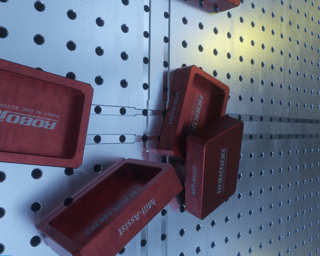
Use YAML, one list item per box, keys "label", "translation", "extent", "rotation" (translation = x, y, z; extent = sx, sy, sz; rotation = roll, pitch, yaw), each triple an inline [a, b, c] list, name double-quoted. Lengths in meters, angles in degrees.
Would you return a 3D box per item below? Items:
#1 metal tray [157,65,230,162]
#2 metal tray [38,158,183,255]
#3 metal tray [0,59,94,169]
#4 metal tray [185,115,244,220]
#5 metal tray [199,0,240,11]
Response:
- label: "metal tray"
  translation: [0.052, -0.014, 0.452]
  extent: [0.090, 0.030, 0.129]
  rotation: [22, 76, -38]
- label: "metal tray"
  translation: [-0.050, 0.083, 0.326]
  extent: [0.131, 0.090, 0.030]
  rotation: [-37, 113, -34]
- label: "metal tray"
  translation: [-0.134, -0.012, 0.294]
  extent: [0.131, 0.030, 0.090]
  rotation: [13, 82, -40]
- label: "metal tray"
  translation: [0.077, 0.056, 0.445]
  extent: [0.091, 0.030, 0.129]
  rotation: [-25, 126, -39]
- label: "metal tray"
  translation: [0.071, -0.241, 0.467]
  extent: [0.131, 0.030, 0.089]
  rotation: [2, 89, -40]
